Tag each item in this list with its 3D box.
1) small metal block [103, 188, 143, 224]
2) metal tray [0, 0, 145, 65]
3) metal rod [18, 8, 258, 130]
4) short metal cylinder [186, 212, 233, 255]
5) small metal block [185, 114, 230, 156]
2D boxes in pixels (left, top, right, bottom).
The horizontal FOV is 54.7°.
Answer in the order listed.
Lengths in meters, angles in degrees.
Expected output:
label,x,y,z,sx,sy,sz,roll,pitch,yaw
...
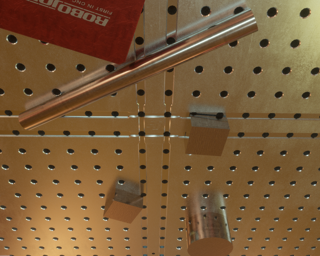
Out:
label,x,y,z,sx,sy,sz,roll,pitch,yaw
small metal block,-0.062,0.133,0.524,0.050,0.025,0.050,21,127,-17
metal tray,-0.085,-0.124,0.301,0.131,0.030,0.089,15,129,-13
metal rod,-0.039,-0.060,0.359,0.301,0.025,0.025,-21,127,16
short metal cylinder,0.089,0.198,0.566,0.081,0.050,0.079,0,130,0
small metal block,0.063,0.011,0.422,0.050,0.025,0.050,4,130,-5
